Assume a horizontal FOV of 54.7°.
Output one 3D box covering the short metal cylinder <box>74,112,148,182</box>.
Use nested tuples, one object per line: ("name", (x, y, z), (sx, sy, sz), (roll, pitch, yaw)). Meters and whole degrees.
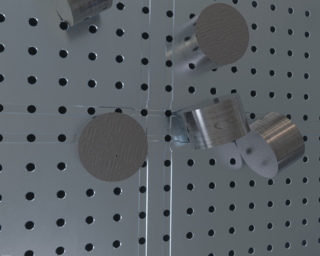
("short metal cylinder", (-0.061, 0.022, 0.377), (0.081, 0.050, 0.079), (0, 90, -20))

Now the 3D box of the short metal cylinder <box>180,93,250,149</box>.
("short metal cylinder", (0.072, -0.010, 0.410), (0.081, 0.080, 0.050), (-22, 98, -19))

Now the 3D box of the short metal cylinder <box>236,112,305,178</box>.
("short metal cylinder", (0.155, 0.024, 0.440), (0.050, 0.080, 0.080), (-29, 100, -18))

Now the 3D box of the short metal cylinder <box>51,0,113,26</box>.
("short metal cylinder", (-0.097, -0.163, 0.347), (0.050, 0.080, 0.080), (-33, 101, -17))

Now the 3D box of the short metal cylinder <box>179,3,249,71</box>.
("short metal cylinder", (0.074, -0.123, 0.426), (0.081, 0.050, 0.079), (0, 90, -20))
